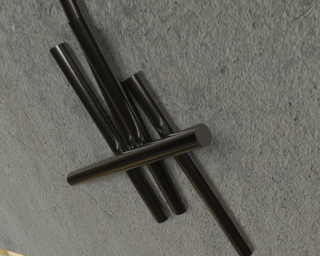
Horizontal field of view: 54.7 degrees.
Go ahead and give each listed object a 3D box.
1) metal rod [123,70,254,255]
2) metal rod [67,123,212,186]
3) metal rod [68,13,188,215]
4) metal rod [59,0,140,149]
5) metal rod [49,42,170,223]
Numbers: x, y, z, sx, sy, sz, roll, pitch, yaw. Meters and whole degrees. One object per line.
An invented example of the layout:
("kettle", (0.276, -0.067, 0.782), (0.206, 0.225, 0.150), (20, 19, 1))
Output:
("metal rod", (0.045, 0.057, 0.418), (0.025, 0.025, 0.299), (-24, 106, 36))
("metal rod", (-0.052, 0.047, 0.424), (0.299, 0.025, 0.025), (-23, 107, 46))
("metal rod", (-0.031, -0.001, 0.407), (0.025, 0.025, 0.299), (-11, 118, 33))
("metal rod", (-0.079, -0.083, 0.396), (0.025, 0.025, 0.299), (-9, 114, 32))
("metal rod", (-0.066, 0.017, 0.451), (0.025, 0.025, 0.299), (-18, 109, 35))
